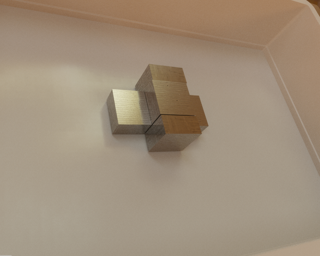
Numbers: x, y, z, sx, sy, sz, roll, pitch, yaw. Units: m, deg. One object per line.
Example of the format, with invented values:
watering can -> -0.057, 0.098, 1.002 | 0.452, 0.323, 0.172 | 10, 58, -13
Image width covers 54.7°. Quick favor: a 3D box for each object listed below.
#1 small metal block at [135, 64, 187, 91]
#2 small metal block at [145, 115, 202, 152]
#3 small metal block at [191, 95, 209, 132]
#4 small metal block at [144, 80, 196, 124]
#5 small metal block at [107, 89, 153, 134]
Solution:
small metal block -> 0.000, -0.059, 0.423 | 0.050, 0.050, 0.025 | 1, 62, -28
small metal block -> 0.016, 0.007, 0.389 | 0.050, 0.050, 0.025 | 1, 62, -28
small metal block -> 0.034, -0.019, 0.433 | 0.050, 0.025, 0.050 | 1, 61, -28
small metal block -> 0.012, -0.032, 0.396 | 0.050, 0.025, 0.050 | 1, 61, -28
small metal block -> -0.037, -0.020, 0.395 | 0.050, 0.025, 0.050 | 1, 61, -28
